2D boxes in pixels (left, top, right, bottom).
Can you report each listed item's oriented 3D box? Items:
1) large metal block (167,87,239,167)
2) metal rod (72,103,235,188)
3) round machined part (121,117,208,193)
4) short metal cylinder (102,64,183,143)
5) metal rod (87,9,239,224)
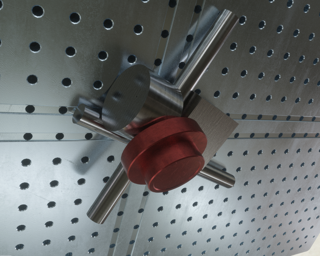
[{"bbox_3d":[0.044,-0.001,0.416,0.080,0.050,0.080,29,102,-38],"label":"large metal block"},{"bbox_3d":[0.014,0.038,0.443,0.301,0.025,0.025,27,103,-38],"label":"metal rod"},{"bbox_3d":[0.010,0.036,0.345,0.099,0.042,0.098,-21,148,-14],"label":"round machined part"},{"bbox_3d":[-0.021,-0.024,0.350,0.050,0.080,0.080,28,103,-38],"label":"short metal cylinder"},{"bbox_3d":[0.002,-0.012,0.381,0.025,0.025,0.299,32,93,-39],"label":"metal rod"}]
